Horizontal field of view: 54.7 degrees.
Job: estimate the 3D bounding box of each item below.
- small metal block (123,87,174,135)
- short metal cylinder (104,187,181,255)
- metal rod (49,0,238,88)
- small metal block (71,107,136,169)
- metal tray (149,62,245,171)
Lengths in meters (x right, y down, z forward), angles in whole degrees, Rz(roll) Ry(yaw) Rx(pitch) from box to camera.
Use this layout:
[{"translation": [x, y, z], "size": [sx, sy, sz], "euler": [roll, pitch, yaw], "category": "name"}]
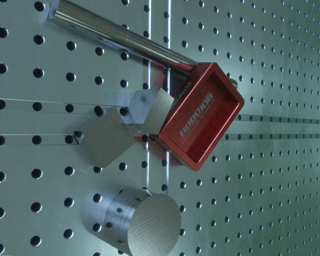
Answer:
[{"translation": [-0.017, -0.020, 0.381], "size": [0.025, 0.050, 0.050], "euler": [38, 67, -34], "category": "small metal block"}, {"translation": [-0.020, 0.116, 0.378], "size": [0.081, 0.050, 0.079], "euler": [0, 90, -40], "category": "short metal cylinder"}, {"translation": [0.004, -0.096, 0.414], "size": [0.302, 0.025, 0.025], "euler": [14, 81, -39], "category": "metal rod"}, {"translation": [-0.064, 0.011, 0.357], "size": [0.050, 0.025, 0.050], "euler": [-40, 115, -33], "category": "small metal block"}, {"translation": [0.055, -0.016, 0.435], "size": [0.090, 0.030, 0.130], "euler": [44, 76, -32], "category": "metal tray"}]
